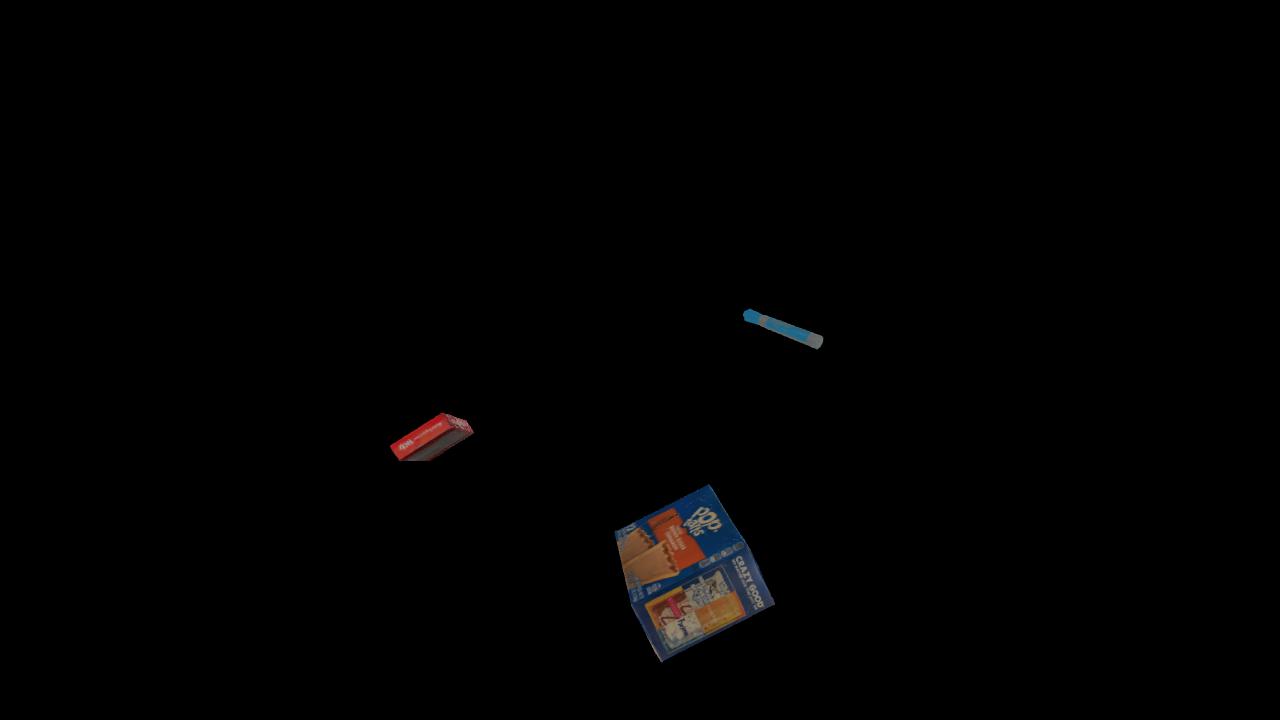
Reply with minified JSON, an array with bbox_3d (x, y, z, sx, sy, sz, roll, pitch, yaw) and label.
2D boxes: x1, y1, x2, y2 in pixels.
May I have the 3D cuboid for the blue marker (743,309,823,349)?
[{"bbox_3d":[0.192,-0.044,0.841,0.121,0.020,0.020,27,17,36],"label":"blue marker"}]

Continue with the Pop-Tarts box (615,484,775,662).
[{"bbox_3d":[0.056,0.242,0.730,0.141,0.083,0.167,-25,15,-2],"label":"Pop-Tarts box"}]

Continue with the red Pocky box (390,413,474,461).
[{"bbox_3d":[-0.293,0.112,0.881,0.083,0.028,0.155,-31,-6,-9],"label":"red Pocky box"}]
